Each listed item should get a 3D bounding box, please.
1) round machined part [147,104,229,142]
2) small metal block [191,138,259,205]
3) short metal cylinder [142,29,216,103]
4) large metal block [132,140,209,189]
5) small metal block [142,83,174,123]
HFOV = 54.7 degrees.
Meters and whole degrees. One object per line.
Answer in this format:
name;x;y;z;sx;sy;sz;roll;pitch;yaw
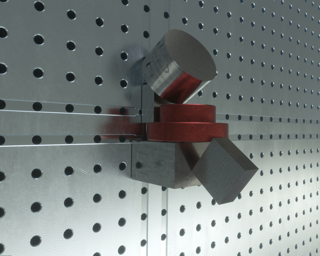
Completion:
round machined part;0.034;-0.006;0.378;0.099;0.098;0.042;1;90;-40
small metal block;0.068;0.046;0.334;0.025;0.050;0.050;2;127;-41
short metal cylinder;0.024;-0.077;0.393;0.080;0.050;0.080;23;47;-27
large metal block;0.021;0.042;0.392;0.081;0.080;0.050;1;90;-40
small metal block;0.004;-0.031;0.413;0.050;0.025;0.050;1;90;-40
